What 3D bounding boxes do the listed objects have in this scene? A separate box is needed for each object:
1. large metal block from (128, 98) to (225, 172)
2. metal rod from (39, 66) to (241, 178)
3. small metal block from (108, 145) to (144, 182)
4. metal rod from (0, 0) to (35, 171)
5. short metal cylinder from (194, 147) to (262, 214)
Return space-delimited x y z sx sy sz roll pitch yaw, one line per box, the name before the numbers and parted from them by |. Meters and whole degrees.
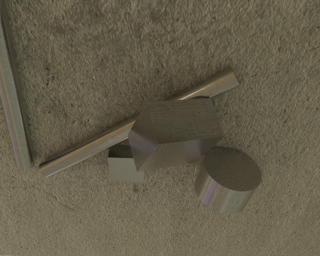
large metal block | 0.015 0.009 0.367 0.081 0.050 0.080 -6 154 -25
metal rod | -0.040 0.001 0.407 0.300 0.025 0.025 -25 126 19
small metal block | -0.048 0.052 0.451 0.050 0.025 0.050 2 130 -3
metal rod | -0.175 -0.060 0.353 0.025 0.025 0.298 6 130 -5
short metal cylinder | 0.094 0.072 0.434 0.081 0.080 0.050 8 130 -7
